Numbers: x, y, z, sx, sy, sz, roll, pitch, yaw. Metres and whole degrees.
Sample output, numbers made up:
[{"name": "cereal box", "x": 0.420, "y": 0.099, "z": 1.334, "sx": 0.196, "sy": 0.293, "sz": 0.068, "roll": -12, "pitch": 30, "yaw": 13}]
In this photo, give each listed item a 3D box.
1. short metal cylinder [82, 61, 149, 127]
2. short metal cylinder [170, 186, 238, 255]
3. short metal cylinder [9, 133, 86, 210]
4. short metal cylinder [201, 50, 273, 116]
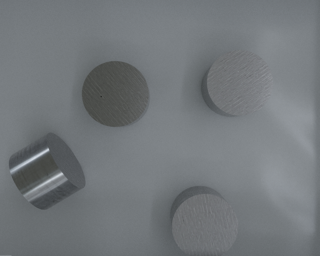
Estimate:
[{"name": "short metal cylinder", "x": -0.054, "y": -0.041, "z": 0.398, "sx": 0.081, "sy": 0.050, "sz": 0.079, "roll": 0, "pitch": 90, "yaw": -1}, {"name": "short metal cylinder", "x": 0.055, "y": 0.119, "z": 0.400, "sx": 0.081, "sy": 0.050, "sz": 0.079, "roll": 0, "pitch": 90, "yaw": -1}, {"name": "short metal cylinder", "x": -0.136, "y": 0.053, "z": 0.382, "sx": 0.050, "sy": 0.080, "sz": 0.080, "roll": -31, "pitch": 90, "yaw": 0}, {"name": "short metal cylinder", "x": 0.097, "y": -0.055, "z": 0.400, "sx": 0.081, "sy": 0.050, "sz": 0.079, "roll": 0, "pitch": 90, "yaw": -1}]
